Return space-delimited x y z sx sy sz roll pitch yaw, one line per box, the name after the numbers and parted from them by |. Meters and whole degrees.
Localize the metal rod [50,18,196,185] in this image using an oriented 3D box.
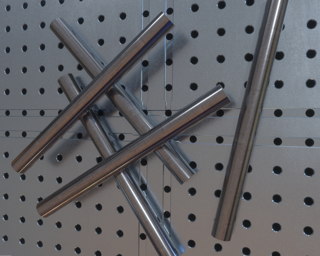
-0.059 -0.045 0.432 0.025 0.025 0.300 -44 77 14 | metal rod

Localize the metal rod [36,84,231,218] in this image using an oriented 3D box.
-0.045 0.038 0.399 0.300 0.025 0.025 -33 80 16 | metal rod

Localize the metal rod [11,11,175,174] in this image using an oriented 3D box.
-0.098 -0.039 0.418 0.299 0.025 0.025 -41 77 15 | metal rod

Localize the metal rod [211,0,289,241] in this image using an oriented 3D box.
0.108 -0.010 0.374 0.025 0.025 0.298 14 94 19 | metal rod

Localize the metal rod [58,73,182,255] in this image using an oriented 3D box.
-0.061 0.051 0.433 0.025 0.025 0.299 -36 79 16 | metal rod
